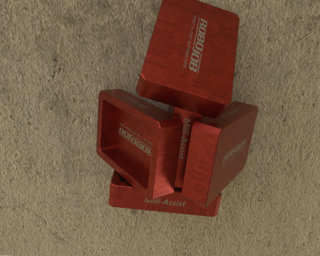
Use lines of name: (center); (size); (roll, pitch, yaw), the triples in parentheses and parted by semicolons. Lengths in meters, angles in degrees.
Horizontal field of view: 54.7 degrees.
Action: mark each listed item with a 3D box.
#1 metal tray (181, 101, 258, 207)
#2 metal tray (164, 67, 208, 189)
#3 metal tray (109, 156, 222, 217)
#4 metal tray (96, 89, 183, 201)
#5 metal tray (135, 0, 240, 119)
metal tray: (0.075, 0.024, 0.368); (0.030, 0.131, 0.089); (18, 113, 29)
metal tray: (0.026, -0.004, 0.375); (0.030, 0.090, 0.129); (7, 110, -3)
metal tray: (0.006, 0.070, 0.402); (0.131, 0.090, 0.030); (7, 110, -3)
metal tray: (-0.031, 0.013, 0.364); (0.030, 0.130, 0.089); (-9, 115, -36)
metal tray: (0.034, -0.082, 0.332); (0.091, 0.130, 0.030); (17, 150, -7)
